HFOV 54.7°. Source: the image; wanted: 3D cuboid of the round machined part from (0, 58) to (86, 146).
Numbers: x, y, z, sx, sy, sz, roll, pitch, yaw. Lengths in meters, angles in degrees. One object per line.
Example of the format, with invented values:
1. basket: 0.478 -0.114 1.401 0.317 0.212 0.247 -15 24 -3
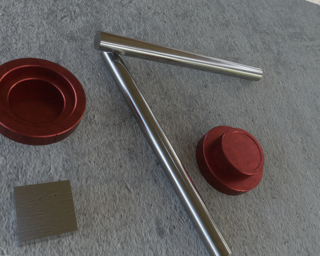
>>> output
1. round machined part: -0.134 -0.024 0.336 0.099 0.042 0.098 14 56 -21

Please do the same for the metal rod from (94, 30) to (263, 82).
1. metal rod: 0.048 -0.103 0.473 0.302 0.025 0.025 3 60 -33

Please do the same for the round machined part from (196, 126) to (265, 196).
1. round machined part: 0.102 0.039 0.424 0.099 0.042 0.098 14 56 -21

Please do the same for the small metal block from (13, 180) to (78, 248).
1. small metal block: -0.110 0.080 0.295 0.050 0.025 0.050 -3 63 -30

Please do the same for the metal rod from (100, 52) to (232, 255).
1. metal rod: 0.000 0.020 0.391 0.025 0.025 0.299 -19 72 -35
